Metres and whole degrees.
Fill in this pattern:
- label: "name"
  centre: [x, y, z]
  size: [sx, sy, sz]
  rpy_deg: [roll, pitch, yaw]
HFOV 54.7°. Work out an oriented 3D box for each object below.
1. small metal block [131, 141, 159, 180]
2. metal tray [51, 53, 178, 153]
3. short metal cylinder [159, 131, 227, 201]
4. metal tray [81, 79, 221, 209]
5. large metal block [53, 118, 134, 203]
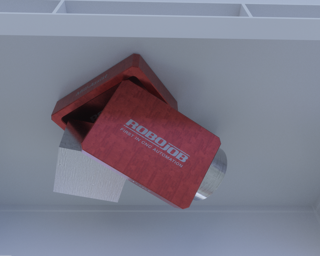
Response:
- label: "small metal block"
  centre: [-0.026, 0.048, 0.448]
  size: [0.050, 0.025, 0.050]
  rpy_deg: [-23, 127, 18]
- label: "metal tray"
  centre: [-0.055, -0.022, 0.384]
  size: [0.130, 0.030, 0.090]
  rpy_deg: [-27, 126, 21]
- label: "short metal cylinder"
  centre: [0.042, 0.050, 0.415]
  size: [0.050, 0.080, 0.080]
  rpy_deg: [32, 123, -25]
- label: "metal tray"
  centre: [-0.008, 0.019, 0.342]
  size: [0.130, 0.090, 0.030]
  rpy_deg: [32, 162, -8]
- label: "large metal block"
  centre: [-0.081, 0.042, 0.383]
  size: [0.081, 0.050, 0.079]
  rpy_deg: [13, 129, -11]
